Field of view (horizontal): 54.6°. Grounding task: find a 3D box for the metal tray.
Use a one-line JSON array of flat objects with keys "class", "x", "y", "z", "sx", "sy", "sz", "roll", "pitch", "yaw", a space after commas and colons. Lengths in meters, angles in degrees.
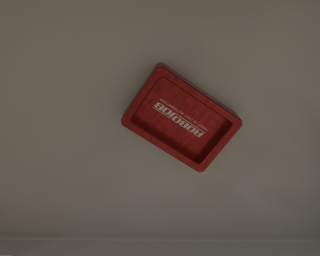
[{"class": "metal tray", "x": 0.027, "y": -0.012, "z": 0.404, "sx": 0.130, "sy": 0.030, "sz": 0.090, "roll": 32, "pitch": 107, "yaw": -11}]
